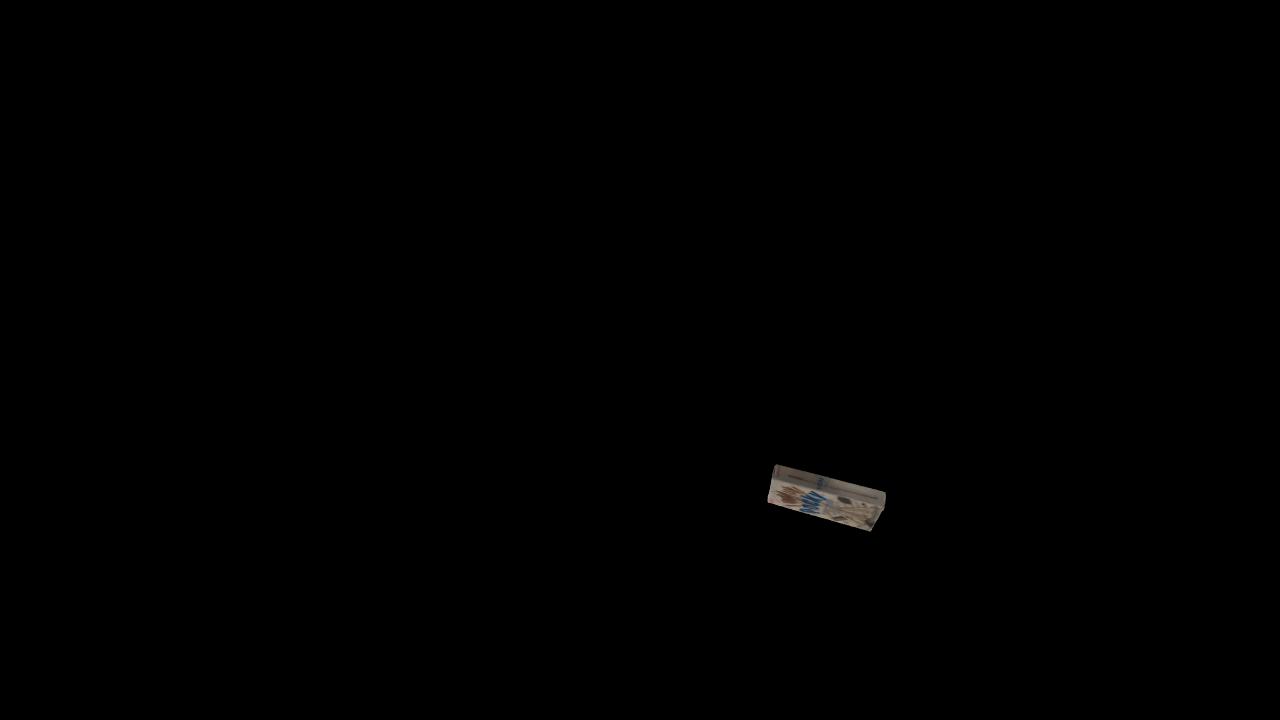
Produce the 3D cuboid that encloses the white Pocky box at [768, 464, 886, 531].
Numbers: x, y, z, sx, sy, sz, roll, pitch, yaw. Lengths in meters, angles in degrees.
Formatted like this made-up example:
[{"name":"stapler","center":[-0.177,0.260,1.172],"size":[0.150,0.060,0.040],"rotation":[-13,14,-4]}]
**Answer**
[{"name":"white Pocky box","center":[0.265,0.198,0.886],"size":[0.154,0.028,0.084],"rotation":[13,-35,15]}]
